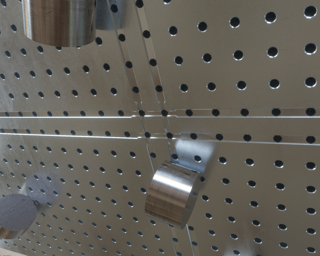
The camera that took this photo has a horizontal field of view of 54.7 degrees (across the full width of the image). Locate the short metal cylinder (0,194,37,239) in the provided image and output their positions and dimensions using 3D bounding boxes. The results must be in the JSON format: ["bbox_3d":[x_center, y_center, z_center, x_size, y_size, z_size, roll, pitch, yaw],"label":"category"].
[{"bbox_3d":[-0.307,0.185,0.648,0.080,0.080,0.050,43,129,-2],"label":"short metal cylinder"}]

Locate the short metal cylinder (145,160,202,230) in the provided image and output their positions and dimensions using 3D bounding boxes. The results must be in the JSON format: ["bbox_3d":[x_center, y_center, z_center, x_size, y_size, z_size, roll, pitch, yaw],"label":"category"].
[{"bbox_3d":[0.020,0.089,0.419,0.050,0.080,0.079,17,125,18],"label":"short metal cylinder"}]

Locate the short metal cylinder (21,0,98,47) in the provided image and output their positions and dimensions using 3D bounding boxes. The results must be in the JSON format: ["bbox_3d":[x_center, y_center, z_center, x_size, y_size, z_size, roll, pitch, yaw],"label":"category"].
[{"bbox_3d":[-0.113,-0.132,0.352,0.080,0.080,0.050,23,127,14],"label":"short metal cylinder"}]
